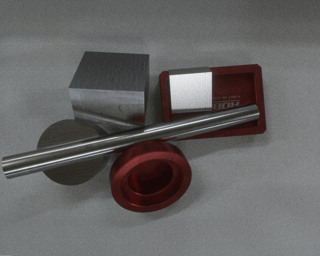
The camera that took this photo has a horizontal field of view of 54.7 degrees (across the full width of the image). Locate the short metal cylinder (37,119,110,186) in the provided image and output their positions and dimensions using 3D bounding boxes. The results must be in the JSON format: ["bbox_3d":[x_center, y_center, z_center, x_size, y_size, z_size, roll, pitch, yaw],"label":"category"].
[{"bbox_3d":[-0.107,0.029,0.395,0.081,0.050,0.079,0,90,-1],"label":"short metal cylinder"}]

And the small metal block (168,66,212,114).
[{"bbox_3d":[0.038,-0.048,0.389,0.050,0.025,0.050,-5,116,0],"label":"small metal block"}]

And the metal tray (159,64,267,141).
[{"bbox_3d":[0.067,-0.032,0.408,0.131,0.030,0.089,-5,90,-1],"label":"metal tray"}]

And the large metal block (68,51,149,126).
[{"bbox_3d":[-0.056,-0.049,0.374,0.081,0.080,0.050,3,132,0],"label":"large metal block"}]

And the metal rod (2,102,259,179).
[{"bbox_3d":[-0.024,0.011,0.368,0.302,0.025,0.025,-13,90,-11],"label":"metal rod"}]

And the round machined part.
[{"bbox_3d":[-0.014,0.056,0.385,0.099,0.042,0.097,-8,124,-12],"label":"round machined part"}]
